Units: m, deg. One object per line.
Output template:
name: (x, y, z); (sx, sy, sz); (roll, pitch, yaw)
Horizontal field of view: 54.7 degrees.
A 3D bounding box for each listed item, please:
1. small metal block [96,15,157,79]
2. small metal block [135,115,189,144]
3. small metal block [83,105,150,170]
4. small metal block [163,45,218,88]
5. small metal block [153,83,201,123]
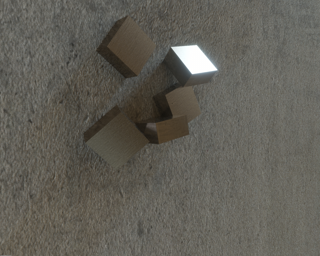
small metal block: (-0.039, -0.096, 0.371); (0.050, 0.025, 0.050); (42, 65, -32)
small metal block: (0.000, 0.001, 0.388); (0.050, 0.050, 0.025); (-15, 100, -39)
small metal block: (-0.049, 0.011, 0.349); (0.050, 0.025, 0.050); (-41, 119, 1)
small metal block: (0.041, -0.085, 0.422); (0.050, 0.025, 0.050); (-16, 63, -39)
small metal block: (0.024, -0.031, 0.425); (0.050, 0.025, 0.050); (-34, 111, -35)
